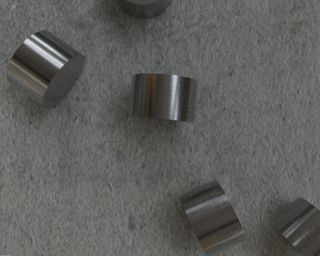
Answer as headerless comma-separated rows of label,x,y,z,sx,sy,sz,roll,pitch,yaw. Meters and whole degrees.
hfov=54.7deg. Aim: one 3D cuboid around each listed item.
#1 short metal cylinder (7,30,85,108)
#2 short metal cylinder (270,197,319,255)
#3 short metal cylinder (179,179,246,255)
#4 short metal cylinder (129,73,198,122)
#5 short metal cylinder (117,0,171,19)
short metal cylinder,-0.138,-0.071,0.381,0.050,0.080,0.080,35,90,-1
short metal cylinder,0.186,0.133,0.385,0.050,0.080,0.080,-43,91,0
short metal cylinder,0.064,0.111,0.384,0.050,0.080,0.080,-25,90,0
short metal cylinder,0.004,-0.035,0.383,0.081,0.080,0.050,5,90,-1
short metal cylinder,-0.021,-0.189,0.397,0.081,0.050,0.079,0,90,-1
